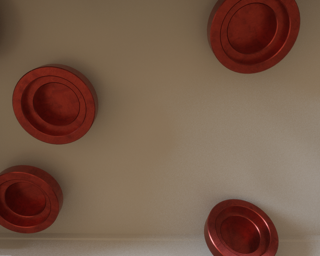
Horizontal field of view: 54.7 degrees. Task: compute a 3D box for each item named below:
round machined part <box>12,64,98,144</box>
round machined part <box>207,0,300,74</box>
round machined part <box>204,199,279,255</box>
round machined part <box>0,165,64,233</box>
[{"bbox_3d":[-0.127,-0.032,0.389,0.099,0.042,0.097,0,110,0],"label":"round machined part"},{"bbox_3d":[0.102,-0.115,0.354,0.099,0.042,0.097,-2,121,-3],"label":"round machined part"},{"bbox_3d":[0.110,0.153,0.435,0.099,0.098,0.042,8,134,-3],"label":"round machined part"},{"bbox_3d":[-0.185,0.095,0.436,0.099,0.042,0.097,0,110,0],"label":"round machined part"}]
